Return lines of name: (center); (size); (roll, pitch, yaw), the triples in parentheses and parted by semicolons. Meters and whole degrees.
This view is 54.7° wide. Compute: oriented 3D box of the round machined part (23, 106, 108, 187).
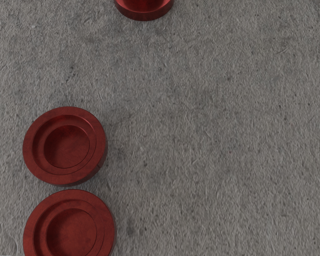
round machined part: (-0.114, 0.026, 0.389); (0.099, 0.042, 0.098); (0, 70, 0)

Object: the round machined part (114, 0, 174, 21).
round machined part: (-0.025, -0.219, 0.479); (0.099, 0.042, 0.098); (0, 70, 0)

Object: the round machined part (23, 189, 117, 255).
round machined part: (-0.098, 0.122, 0.354); (0.099, 0.042, 0.098); (0, 70, 0)
